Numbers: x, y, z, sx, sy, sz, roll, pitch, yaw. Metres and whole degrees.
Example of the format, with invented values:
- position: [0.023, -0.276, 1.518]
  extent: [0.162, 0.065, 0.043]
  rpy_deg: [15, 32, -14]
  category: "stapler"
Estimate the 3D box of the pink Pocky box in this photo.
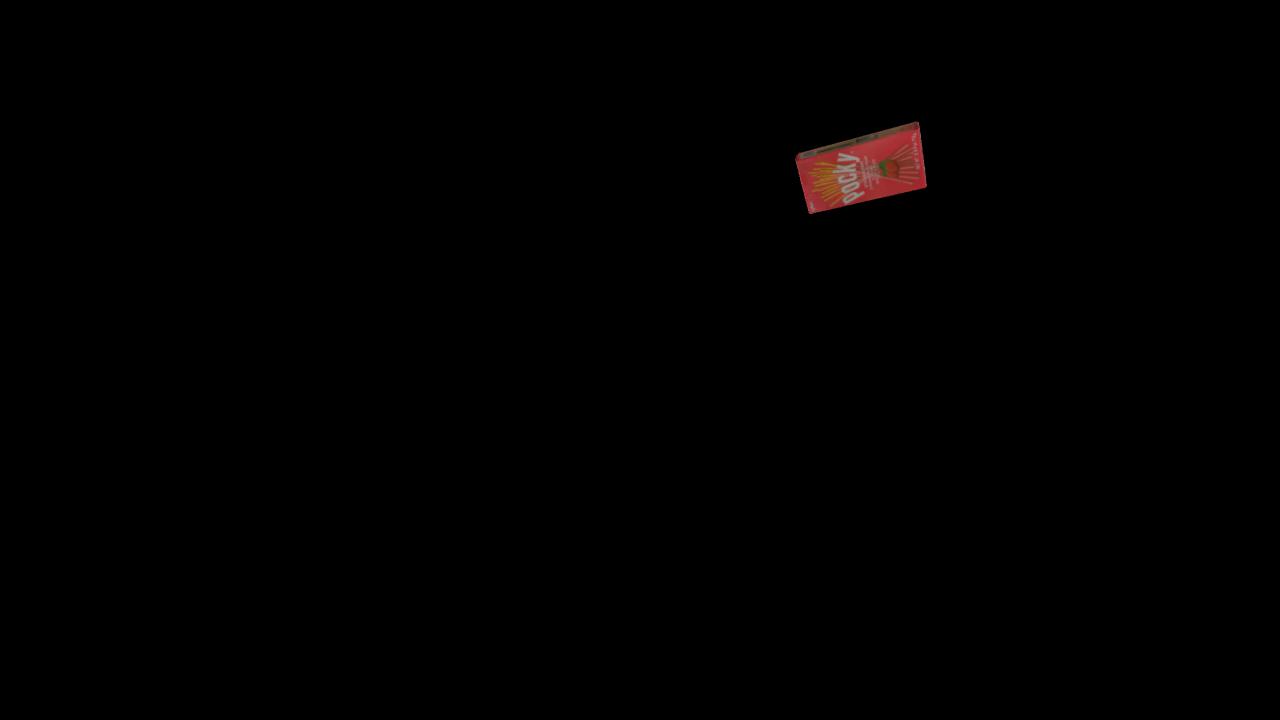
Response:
- position: [0.293, -0.252, 0.819]
  extent: [0.155, 0.084, 0.029]
  rpy_deg: [-8, 38, 26]
  category: "pink Pocky box"
